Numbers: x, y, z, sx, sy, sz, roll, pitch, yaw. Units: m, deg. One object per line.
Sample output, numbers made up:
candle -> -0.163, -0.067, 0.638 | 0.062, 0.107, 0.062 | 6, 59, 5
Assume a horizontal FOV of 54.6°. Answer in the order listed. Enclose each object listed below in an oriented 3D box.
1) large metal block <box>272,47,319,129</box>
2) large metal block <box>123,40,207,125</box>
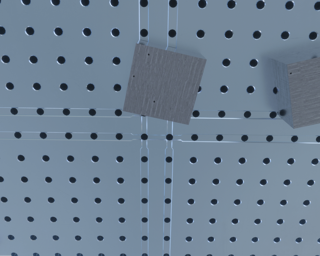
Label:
large metal block -> 0.191, -0.053, 0.382 | 0.080, 0.050, 0.080 | -13, 110, 4
large metal block -> 0.004, -0.057, 0.379 | 0.080, 0.050, 0.079 | 12, 110, -5
